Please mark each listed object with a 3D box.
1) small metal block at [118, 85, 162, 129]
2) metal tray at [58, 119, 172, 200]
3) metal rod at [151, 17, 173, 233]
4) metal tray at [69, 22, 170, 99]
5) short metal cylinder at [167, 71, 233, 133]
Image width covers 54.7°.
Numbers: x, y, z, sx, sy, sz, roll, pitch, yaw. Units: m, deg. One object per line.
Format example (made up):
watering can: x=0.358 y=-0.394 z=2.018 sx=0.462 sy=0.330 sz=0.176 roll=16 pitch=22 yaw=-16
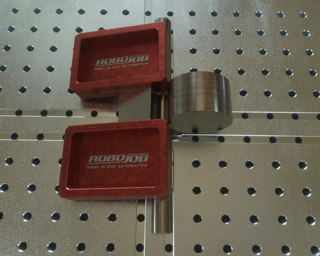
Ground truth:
small metal block: x=-0.026 y=-0.024 z=0.405 sx=0.050 sy=0.025 sz=0.050 roll=-11 pitch=67 yaw=29
metal tray: x=-0.052 y=0.040 z=0.376 sx=0.131 sy=0.030 sz=0.090 roll=-4 pitch=70 yaw=11
metal rod: x=0.003 y=-0.018 z=0.414 sx=0.025 sy=0.025 sz=0.299 roll=0 pitch=70 yaw=0
metal tray: x=-0.053 y=-0.091 z=0.423 sx=0.131 sy=0.030 sz=0.090 roll=-4 pitch=70 yaw=11
short metal cylinder: x=0.049 y=-0.029 z=0.390 sx=0.081 sy=0.080 sz=0.050 roll=0 pitch=70 yaw=0
